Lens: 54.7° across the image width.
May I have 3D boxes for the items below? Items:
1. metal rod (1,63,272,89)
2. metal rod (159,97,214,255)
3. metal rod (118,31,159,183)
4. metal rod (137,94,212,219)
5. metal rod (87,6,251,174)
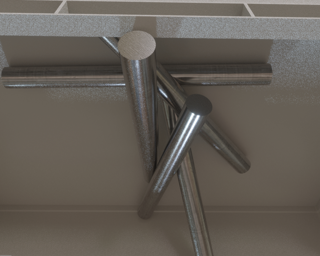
[{"bbox_3d":[-0.026,-0.060,0.357,0.302,0.025,0.025,-1,130,0],"label":"metal rod"},{"bbox_3d":[0.044,0.101,0.412,0.025,0.025,0.298,-11,103,9],"label":"metal rod"},{"bbox_3d":[-0.014,0.009,0.339,0.025,0.025,0.299,-1,155,0],"label":"metal rod"},{"bbox_3d":[0.005,0.060,0.400,0.025,0.025,0.298,9,145,-8],"label":"metal rod"},{"bbox_3d":[0.034,-0.020,0.364,0.025,0.025,0.301,-29,133,23],"label":"metal rod"}]
